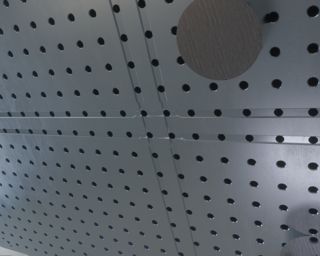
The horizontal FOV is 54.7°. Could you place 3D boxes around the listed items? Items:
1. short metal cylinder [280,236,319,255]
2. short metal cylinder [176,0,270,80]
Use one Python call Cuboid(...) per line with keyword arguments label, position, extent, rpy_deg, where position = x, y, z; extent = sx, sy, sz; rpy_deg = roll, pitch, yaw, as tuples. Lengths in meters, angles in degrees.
Cuboid(label="short metal cylinder", position=(0.195, 0.184, 0.387), extent=(0.080, 0.080, 0.050), rpy_deg=(-2, 117, 29))
Cuboid(label="short metal cylinder", position=(0.063, -0.093, 0.304), extent=(0.080, 0.050, 0.079), rpy_deg=(13, 124, 21))
